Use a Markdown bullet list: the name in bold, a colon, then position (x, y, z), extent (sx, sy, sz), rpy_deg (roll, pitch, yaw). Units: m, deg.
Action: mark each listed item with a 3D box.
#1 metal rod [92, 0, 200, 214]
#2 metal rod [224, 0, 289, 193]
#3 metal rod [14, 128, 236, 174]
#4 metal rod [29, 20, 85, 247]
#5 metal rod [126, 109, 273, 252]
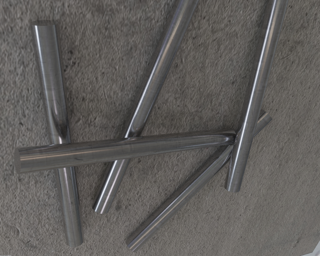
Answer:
- **metal rod**: position (-0.024, -0.018, 0.381), extent (0.025, 0.025, 0.298), rpy_deg (11, 113, -33)
- **metal rod**: position (0.131, -0.044, 0.431), extent (0.025, 0.025, 0.298), rpy_deg (-4, 114, -27)
- **metal rod**: position (-0.013, 0.022, 0.381), extent (0.302, 0.025, 0.025), rpy_deg (-4, 121, -37)
- **metal rod**: position (-0.114, 0.031, 0.363), extent (0.025, 0.025, 0.298), rpy_deg (-11, 123, -22)
- **metal rod**: position (0.060, 0.084, 0.491), extent (0.300, 0.025, 0.025), rpy_deg (-45, 129, 3)
